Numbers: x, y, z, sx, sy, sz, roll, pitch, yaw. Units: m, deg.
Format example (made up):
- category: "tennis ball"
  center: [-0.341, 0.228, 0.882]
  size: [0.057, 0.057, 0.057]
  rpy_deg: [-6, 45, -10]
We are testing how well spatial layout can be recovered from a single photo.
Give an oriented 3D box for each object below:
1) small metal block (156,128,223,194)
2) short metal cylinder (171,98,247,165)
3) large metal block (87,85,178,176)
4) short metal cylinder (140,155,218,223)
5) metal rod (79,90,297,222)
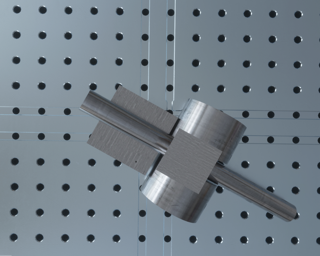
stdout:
- category: "small metal block"
  center: [0.031, 0.035, 0.331]
  size: [0.050, 0.025, 0.050]
  rpy_deg: [29, 90, 8]
- category: "short metal cylinder"
  center: [0.059, 0.004, 0.383]
  size: [0.080, 0.080, 0.050]
  rpy_deg: [28, 90, 0]
- category: "large metal block"
  center: [-0.033, 0.003, 0.395]
  size: [0.080, 0.050, 0.080]
  rpy_deg: [29, 90, 0]
- category: "short metal cylinder"
  center: [0.023, 0.072, 0.382]
  size: [0.080, 0.080, 0.050]
  rpy_deg: [30, 90, 0]
- category: "metal rod"
  center: [0.046, 0.041, 0.371]
  size: [0.301, 0.025, 0.025]
  rpy_deg: [30, 90, -16]
